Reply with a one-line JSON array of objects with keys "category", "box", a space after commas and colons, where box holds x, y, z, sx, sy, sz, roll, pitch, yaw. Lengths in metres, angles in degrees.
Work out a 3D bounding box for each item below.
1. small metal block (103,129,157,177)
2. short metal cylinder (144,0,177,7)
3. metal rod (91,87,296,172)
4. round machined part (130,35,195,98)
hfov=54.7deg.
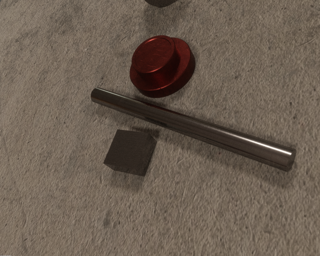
[{"category": "small metal block", "box": [-0.038, 0.032, 0.403, 0.050, 0.025, 0.050, 6, 65, 30]}, {"category": "short metal cylinder", "box": [0.000, -0.256, 0.524, 0.080, 0.080, 0.050, -24, 53, 13]}, {"category": "metal rod", "box": [0.017, -0.009, 0.399, 0.300, 0.025, 0.025, 20, 72, 35]}, {"category": "round machined part", "box": [-0.002, -0.096, 0.451, 0.098, 0.042, 0.098, -13, 56, 20]}]
